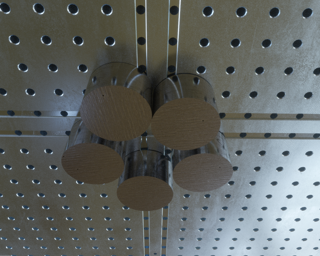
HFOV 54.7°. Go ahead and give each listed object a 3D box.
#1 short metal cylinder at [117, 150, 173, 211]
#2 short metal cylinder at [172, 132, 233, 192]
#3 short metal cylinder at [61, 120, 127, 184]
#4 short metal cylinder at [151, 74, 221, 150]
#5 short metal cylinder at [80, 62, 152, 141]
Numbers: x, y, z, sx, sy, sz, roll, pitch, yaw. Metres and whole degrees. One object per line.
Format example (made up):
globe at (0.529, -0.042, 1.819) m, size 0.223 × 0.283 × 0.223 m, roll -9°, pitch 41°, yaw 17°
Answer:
short metal cylinder at (-0.021, 0.079, 0.461) m, size 0.081 × 0.050 × 0.079 m, roll 0°, pitch 130°, yaw 0°
short metal cylinder at (0.057, 0.045, 0.433) m, size 0.081 × 0.050 × 0.079 m, roll 0°, pitch 132°, yaw 0°
short metal cylinder at (-0.087, 0.032, 0.421) m, size 0.081 × 0.050 × 0.079 m, roll 0°, pitch 131°, yaw 0°
short metal cylinder at (0.030, -0.019, 0.378) m, size 0.081 × 0.050 × 0.079 m, roll 0°, pitch 131°, yaw 0°
short metal cylinder at (-0.049, -0.030, 0.368) m, size 0.081 × 0.050 × 0.079 m, roll -1°, pitch 130°, yaw 0°
